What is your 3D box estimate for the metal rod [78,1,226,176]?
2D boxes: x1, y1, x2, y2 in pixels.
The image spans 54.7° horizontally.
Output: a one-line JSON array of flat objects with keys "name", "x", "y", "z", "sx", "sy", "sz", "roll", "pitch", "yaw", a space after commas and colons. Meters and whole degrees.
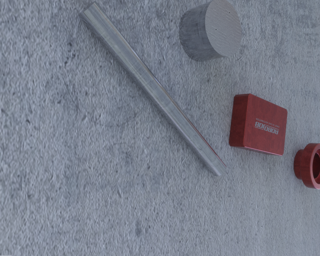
[{"name": "metal rod", "x": 0.006, "y": -0.033, "z": 0.411, "sx": 0.300, "sy": 0.025, "sz": 0.025, "roll": 49, "pitch": 61, "yaw": -29}]

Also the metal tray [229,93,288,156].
[{"name": "metal tray", "x": 0.179, "y": -0.003, "z": 0.555, "sx": 0.131, "sy": 0.030, "sz": 0.090, "roll": 13, "pitch": 82, "yaw": -39}]

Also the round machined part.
[{"name": "round machined part", "x": 0.327, "y": 0.081, "z": 0.672, "sx": 0.099, "sy": 0.042, "sz": 0.097, "roll": 0, "pitch": 90, "yaw": -40}]

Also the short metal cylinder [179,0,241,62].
[{"name": "short metal cylinder", "x": 0.074, "y": -0.141, "z": 0.453, "sx": 0.081, "sy": 0.050, "sz": 0.079, "roll": 0, "pitch": 90, "yaw": -40}]
